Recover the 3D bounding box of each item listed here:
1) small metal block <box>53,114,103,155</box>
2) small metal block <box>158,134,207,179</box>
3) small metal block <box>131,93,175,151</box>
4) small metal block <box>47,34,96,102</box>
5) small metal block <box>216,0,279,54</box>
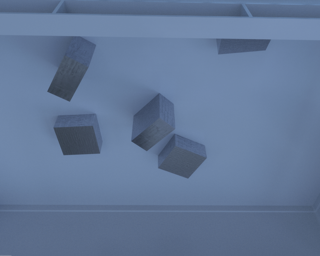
[{"bbox_3d":[-0.108,0.009,0.415,0.050,0.025,0.050,-3,130,2],"label":"small metal block"},{"bbox_3d":[0.031,0.041,0.445,0.050,0.025,0.050,22,127,-18],"label":"small metal block"},{"bbox_3d":[-0.009,-0.008,0.386,0.025,0.050,0.050,36,121,-27],"label":"small metal block"},{"bbox_3d":[-0.095,-0.065,0.336,0.025,0.050,0.050,25,125,-20],"label":"small metal block"},{"bbox_3d":[0.085,-0.099,0.310,0.050,0.025,0.050,-4,165,3],"label":"small metal block"}]
